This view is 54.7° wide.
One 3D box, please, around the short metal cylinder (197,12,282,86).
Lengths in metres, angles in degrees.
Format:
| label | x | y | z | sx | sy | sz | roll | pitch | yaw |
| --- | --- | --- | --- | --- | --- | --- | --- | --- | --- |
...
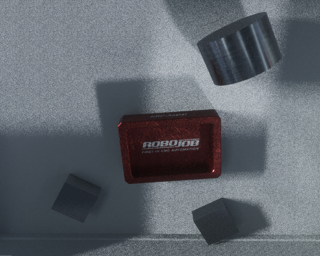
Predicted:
| label | x | y | z | sx | sy | sz | roll | pitch | yaw |
| --- | --- | --- | --- | --- | --- | --- | --- | --- | --- |
| short metal cylinder | 0.089 | -0.089 | 0.350 | 0.080 | 0.080 | 0.050 | -25 | 109 | 8 |

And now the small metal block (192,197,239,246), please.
| label | x | y | z | sx | sy | sz | roll | pitch | yaw |
| --- | --- | --- | --- | --- | --- | --- | --- | --- | --- |
| small metal block | 0.083 | 0.140 | 0.464 | 0.050 | 0.025 | 0.050 | -27 | 108 | 9 |

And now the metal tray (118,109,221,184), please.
| label | x | y | z | sx | sy | sz | roll | pitch | yaw |
| --- | --- | --- | --- | --- | --- | --- | --- | --- | --- |
| metal tray | 0.015 | 0.025 | 0.418 | 0.131 | 0.030 | 0.089 | -4 | 110 | 1 |

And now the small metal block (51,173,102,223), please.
| label | x | y | z | sx | sy | sz | roll | pitch | yaw |
| --- | --- | --- | --- | --- | --- | --- | --- | --- | --- |
| small metal block | -0.120 | 0.101 | 0.447 | 0.050 | 0.025 | 0.050 | 28 | 108 | -10 |
